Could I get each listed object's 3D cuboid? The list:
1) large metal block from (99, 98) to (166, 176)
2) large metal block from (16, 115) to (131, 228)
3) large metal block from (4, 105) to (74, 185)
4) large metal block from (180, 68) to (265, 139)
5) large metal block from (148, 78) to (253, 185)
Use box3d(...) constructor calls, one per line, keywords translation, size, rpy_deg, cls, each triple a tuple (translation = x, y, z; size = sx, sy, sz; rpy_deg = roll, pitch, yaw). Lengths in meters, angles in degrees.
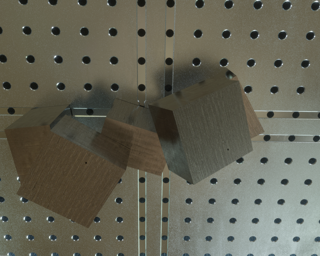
box3d(translation=(-0.029, 0.009, 0.386), size=(0.080, 0.080, 0.050), rpy_deg=(18, 109, -7), cls="large metal block")
box3d(translation=(-0.088, 0.045, 0.329), size=(0.080, 0.050, 0.080), rpy_deg=(30, 107, -10), cls="large metal block")
box3d(translation=(-0.142, 0.022, 0.390), size=(0.050, 0.080, 0.079), rpy_deg=(-6, 110, 2), cls="large metal block")
box3d(translation=(0.072, -0.017, 0.395), size=(0.080, 0.050, 0.080), rpy_deg=(-29, 108, 9), cls="large metal block")
box3d(translation=(0.044, 0.000, 0.328), size=(0.081, 0.050, 0.080), rpy_deg=(-25, 111, -22), cls="large metal block")
